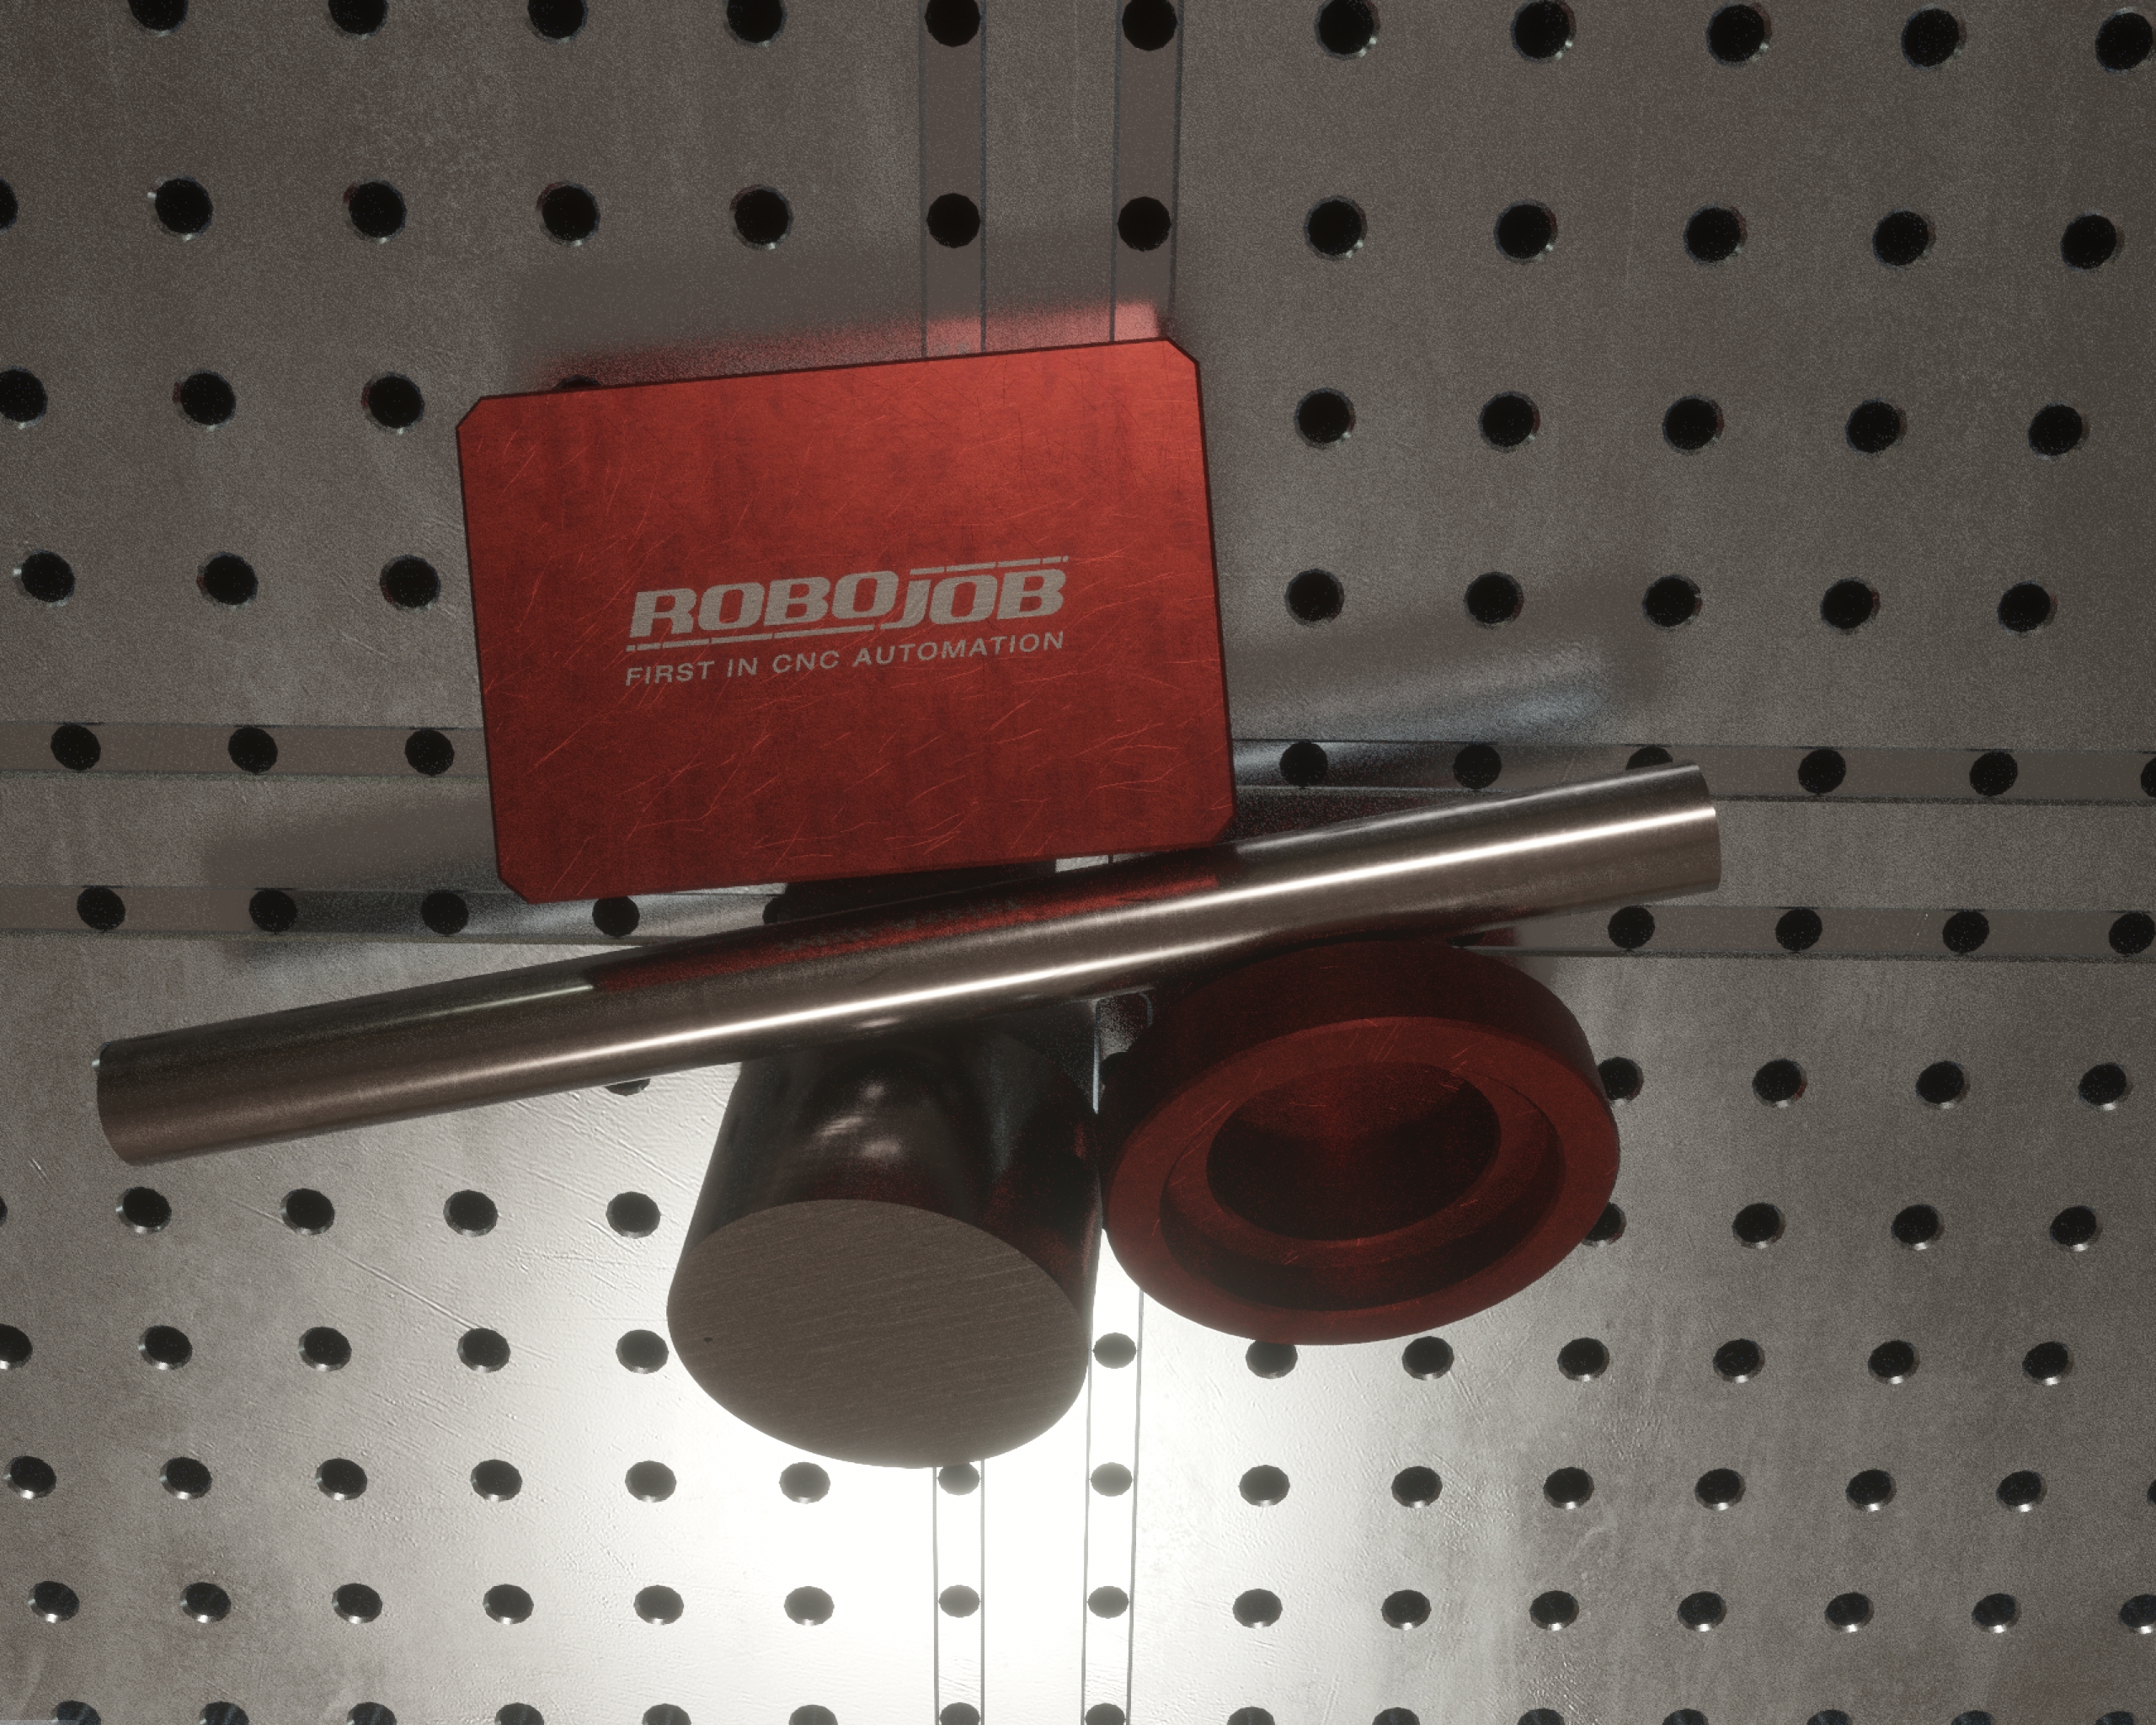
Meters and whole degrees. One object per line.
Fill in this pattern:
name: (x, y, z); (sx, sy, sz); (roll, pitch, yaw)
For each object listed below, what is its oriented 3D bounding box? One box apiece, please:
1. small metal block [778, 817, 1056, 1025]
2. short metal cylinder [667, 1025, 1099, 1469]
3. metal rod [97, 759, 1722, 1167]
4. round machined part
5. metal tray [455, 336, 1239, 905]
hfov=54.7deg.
small metal block: (-0.036, 0.015, 0.427); (0.050, 0.025, 0.050); (17, 109, -7)
short metal cylinder: (-0.036, 0.076, 0.415); (0.080, 0.050, 0.079); (3, 129, 4)
metal rod: (-0.033, 0.020, 0.393); (0.302, 0.025, 0.025); (-10, 110, 3)
round machined part: (0.053, 0.049, 0.411); (0.099, 0.042, 0.097); (-3, 132, -3)
metal tray: (-0.040, -0.043, 0.380); (0.131, 0.030, 0.089); (-5, 92, 0)
